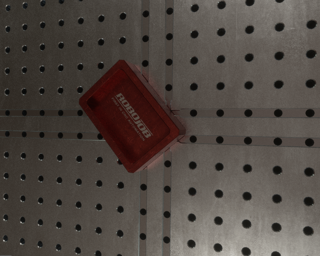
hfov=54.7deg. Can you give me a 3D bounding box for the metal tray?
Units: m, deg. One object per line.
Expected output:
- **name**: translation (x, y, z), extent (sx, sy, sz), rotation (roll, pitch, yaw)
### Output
- **metal tray**: translation (-0.040, -0.016, 0.422), extent (0.090, 0.030, 0.130), rotation (-41, 78, 15)
